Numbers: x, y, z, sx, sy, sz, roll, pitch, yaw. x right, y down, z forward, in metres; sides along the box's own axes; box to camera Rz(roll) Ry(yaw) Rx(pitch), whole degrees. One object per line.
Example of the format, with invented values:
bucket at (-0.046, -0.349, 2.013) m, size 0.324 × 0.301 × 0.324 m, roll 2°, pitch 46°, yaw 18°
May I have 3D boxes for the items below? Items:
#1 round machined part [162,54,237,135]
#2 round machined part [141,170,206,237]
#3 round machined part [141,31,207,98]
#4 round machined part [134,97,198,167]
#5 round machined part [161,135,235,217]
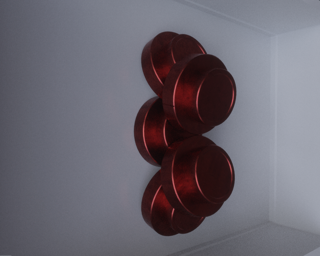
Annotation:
round machined part at (0.054, -0.039, 0.372) m, size 0.099 × 0.042 × 0.097 m, roll -13°, pitch 110°, yaw -37°
round machined part at (0.028, 0.096, 0.399) m, size 0.099 × 0.042 × 0.097 m, roll -15°, pitch 114°, yaw -36°
round machined part at (0.028, -0.082, 0.402) m, size 0.099 × 0.042 × 0.098 m, roll 16°, pitch 64°, yaw -35°
round machined part at (0.018, 0.004, 0.408) m, size 0.099 × 0.042 × 0.097 m, roll 1°, pitch 88°, yaw -40°
round machined part at (0.052, 0.056, 0.371) m, size 0.099 × 0.042 × 0.098 m, roll 11°, pitch 72°, yaw -38°
